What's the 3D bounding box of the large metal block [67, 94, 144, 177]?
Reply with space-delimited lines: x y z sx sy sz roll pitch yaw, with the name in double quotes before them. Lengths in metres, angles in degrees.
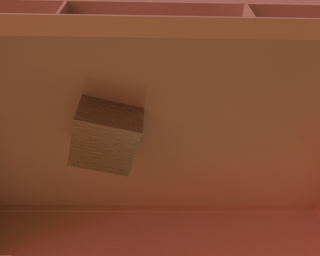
"large metal block" -0.070 0.011 0.402 0.080 0.050 0.079 12 129 -10
